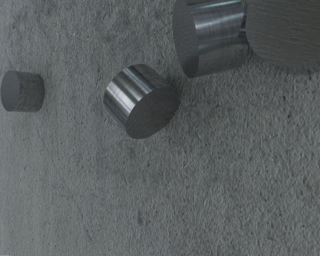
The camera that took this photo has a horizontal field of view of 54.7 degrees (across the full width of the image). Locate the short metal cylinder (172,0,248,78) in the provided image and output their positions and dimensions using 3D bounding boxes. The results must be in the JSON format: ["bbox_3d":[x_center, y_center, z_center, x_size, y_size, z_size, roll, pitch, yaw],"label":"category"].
[{"bbox_3d":[0.049,-0.096,0.322,0.080,0.050,0.080,167,89,-80],"label":"short metal cylinder"}]

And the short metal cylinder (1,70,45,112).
[{"bbox_3d":[-0.273,-0.072,0.614,0.080,0.050,0.080,0,90,40],"label":"short metal cylinder"}]

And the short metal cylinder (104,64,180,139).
[{"bbox_3d":[-0.022,-0.033,0.388,0.050,0.081,0.080,46,118,30],"label":"short metal cylinder"}]

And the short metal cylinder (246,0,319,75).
[{"bbox_3d":[0.125,-0.092,0.280,0.080,0.050,0.080,-1,89,34],"label":"short metal cylinder"}]
